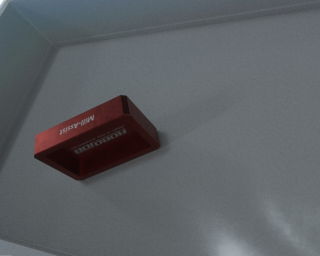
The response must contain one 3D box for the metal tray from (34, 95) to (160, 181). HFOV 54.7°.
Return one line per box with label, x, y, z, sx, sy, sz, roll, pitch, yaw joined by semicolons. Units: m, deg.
metal tray;-0.077;0.018;0.391;0.130;0.090;0.030;-23;54;13
